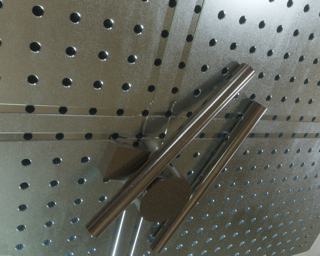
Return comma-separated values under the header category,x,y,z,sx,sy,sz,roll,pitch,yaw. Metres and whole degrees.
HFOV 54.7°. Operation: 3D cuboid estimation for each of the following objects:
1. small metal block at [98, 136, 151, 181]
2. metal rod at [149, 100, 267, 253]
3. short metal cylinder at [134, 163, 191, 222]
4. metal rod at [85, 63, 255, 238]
category,x,y,z,sx,sy,sz,roll,pitch,yaw
small metal block,-0.047,0.042,0.413,0.050,0.025,0.050,12,112,-34
metal rod,0.073,0.086,0.506,0.025,0.025,0.299,24,105,-37
short metal cylinder,-0.002,0.089,0.451,0.081,0.050,0.079,-14,125,-21
metal rod,0.018,0.025,0.413,0.300,0.025,0.025,-45,130,-7
